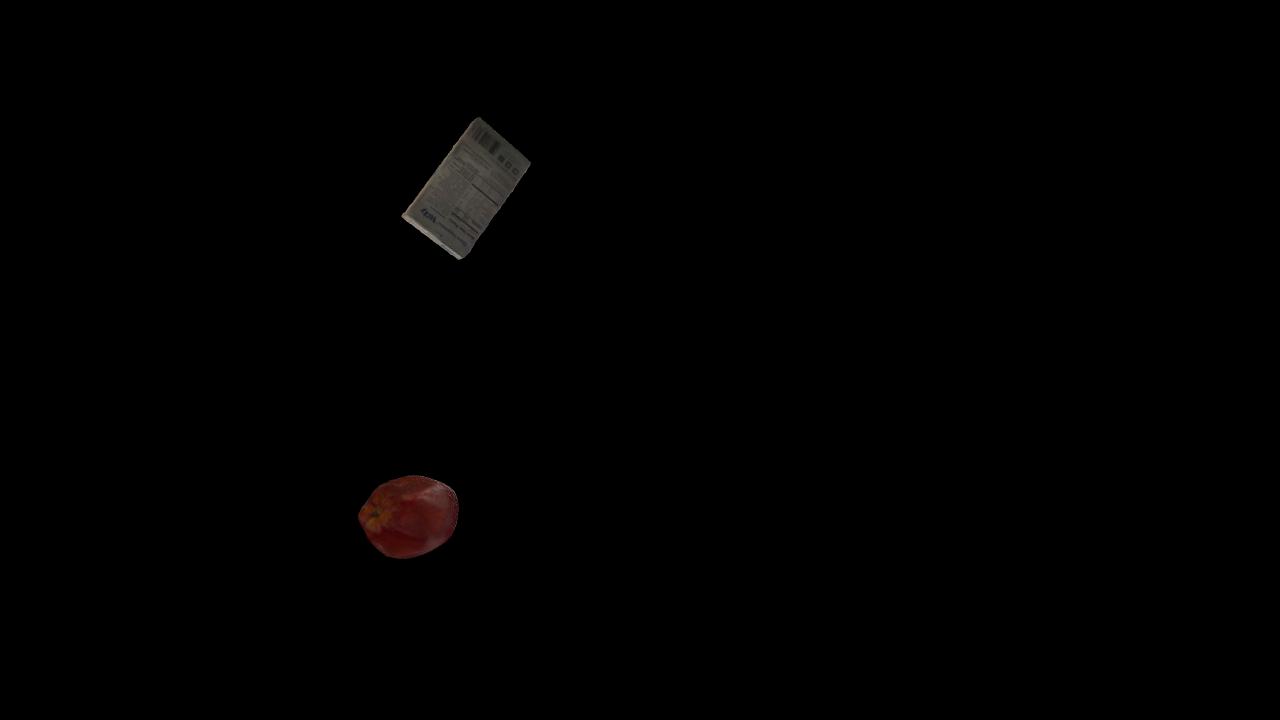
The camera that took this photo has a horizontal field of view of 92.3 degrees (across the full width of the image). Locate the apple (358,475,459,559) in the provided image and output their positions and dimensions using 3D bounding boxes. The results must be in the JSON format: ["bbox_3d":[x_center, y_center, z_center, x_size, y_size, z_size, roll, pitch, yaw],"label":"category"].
[{"bbox_3d":[-0.219,0.149,0.587,0.079,0.079,0.093,0,-13,19],"label":"apple"}]

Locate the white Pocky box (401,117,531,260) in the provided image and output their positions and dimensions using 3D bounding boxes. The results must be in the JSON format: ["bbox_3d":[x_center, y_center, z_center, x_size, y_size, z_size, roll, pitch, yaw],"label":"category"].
[{"bbox_3d":[-0.207,-0.207,0.743,0.084,0.154,0.028,38,-17,-28],"label":"white Pocky box"}]
